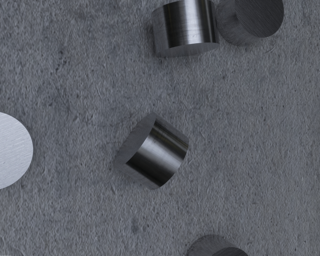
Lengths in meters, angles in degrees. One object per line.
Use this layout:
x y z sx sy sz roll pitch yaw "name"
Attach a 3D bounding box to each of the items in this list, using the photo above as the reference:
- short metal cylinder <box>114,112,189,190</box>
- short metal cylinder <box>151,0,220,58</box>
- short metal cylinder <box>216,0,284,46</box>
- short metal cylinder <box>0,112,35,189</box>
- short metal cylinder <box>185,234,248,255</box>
-0.011 0.028 0.376 0.050 0.080 0.080 37 78 -17 "short metal cylinder"
0.032 -0.123 0.391 0.081 0.080 0.050 -9 93 -20 "short metal cylinder"
0.127 -0.162 0.442 0.081 0.050 0.080 0 90 -20 "short metal cylinder"
-0.178 0.023 0.330 0.081 0.050 0.080 0 90 -20 "short metal cylinder"
0.079 0.195 0.425 0.081 0.050 0.080 0 90 -20 "short metal cylinder"
